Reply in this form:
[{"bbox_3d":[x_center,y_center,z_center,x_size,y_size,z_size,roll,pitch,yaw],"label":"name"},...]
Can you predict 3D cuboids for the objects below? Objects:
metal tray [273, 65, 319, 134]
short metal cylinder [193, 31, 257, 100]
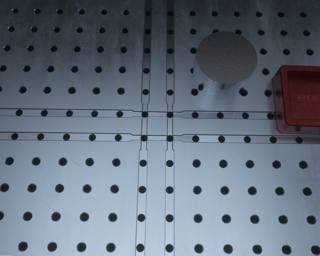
[{"bbox_3d":[0.228,-0.038,0.424,0.131,0.030,0.090,2,70,0],"label":"metal tray"},{"bbox_3d":[0.088,-0.085,0.430,0.081,0.050,0.080,0,70,0],"label":"short metal cylinder"}]
